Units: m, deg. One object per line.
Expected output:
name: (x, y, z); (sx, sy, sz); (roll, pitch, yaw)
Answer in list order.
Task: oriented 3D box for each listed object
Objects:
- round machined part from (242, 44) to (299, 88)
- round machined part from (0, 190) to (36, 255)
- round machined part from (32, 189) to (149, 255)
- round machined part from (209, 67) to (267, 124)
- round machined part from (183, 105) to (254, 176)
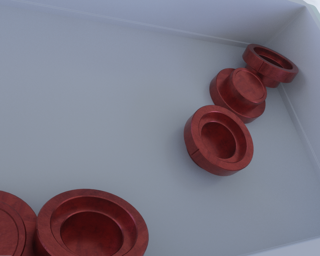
round machined part: (0.191, -0.107, 0.552); (0.099, 0.042, 0.098); (17, 35, -12)
round machined part: (-0.149, 0.097, 0.255); (0.099, 0.042, 0.098); (14, 56, -21)
round machined part: (-0.063, 0.103, 0.280); (0.099, 0.042, 0.098); (17, 23, -7)
round machined part: (0.134, -0.059, 0.506); (0.099, 0.042, 0.098); (14, 56, -21)
round machined part: (0.075, 0.020, 0.425); (0.099, 0.042, 0.098); (14, 56, -21)
